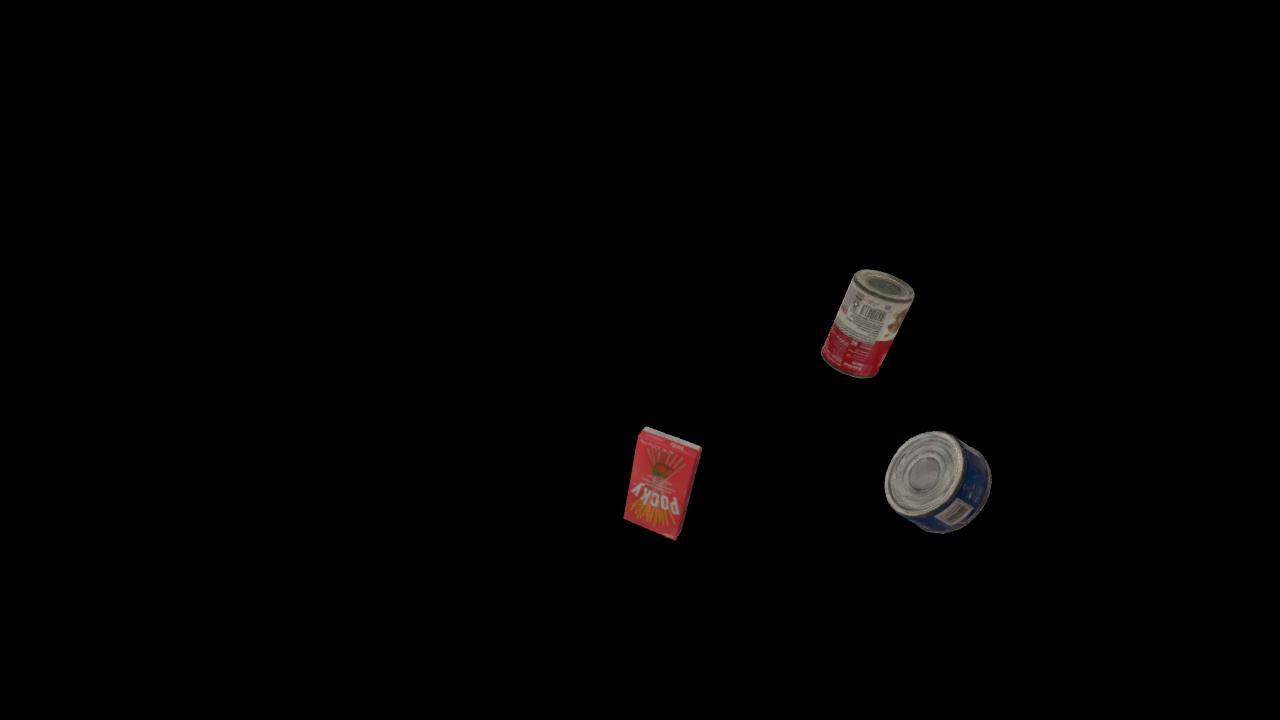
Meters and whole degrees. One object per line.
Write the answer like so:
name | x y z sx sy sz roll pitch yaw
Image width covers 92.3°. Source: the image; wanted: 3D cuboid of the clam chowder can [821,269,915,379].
clam chowder can | 0.249 -0.040 0.678 0.068 0.102 0.068 8 34 -6

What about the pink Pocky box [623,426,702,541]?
pink Pocky box | 0.029 0.172 0.846 0.084 0.155 0.029 19 31 16

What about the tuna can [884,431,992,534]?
tuna can | 0.255 0.105 0.534 0.034 0.084 0.084 30 -10 -17
